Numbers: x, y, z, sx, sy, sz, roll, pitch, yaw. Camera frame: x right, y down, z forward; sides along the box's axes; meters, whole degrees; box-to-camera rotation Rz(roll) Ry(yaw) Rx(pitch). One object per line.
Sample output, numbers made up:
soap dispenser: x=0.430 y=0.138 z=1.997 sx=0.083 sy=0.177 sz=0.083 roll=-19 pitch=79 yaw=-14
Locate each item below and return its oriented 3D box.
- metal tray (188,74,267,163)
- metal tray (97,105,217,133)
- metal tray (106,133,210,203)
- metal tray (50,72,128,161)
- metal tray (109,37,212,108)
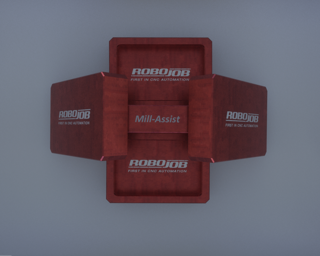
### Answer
metal tray: x=0.084 y=-0.009 z=0.364 sx=0.030 sy=0.131 sz=0.089 roll=1 pitch=90 yaw=42
metal tray: x=-0.003 y=-0.010 z=0.377 sx=0.131 sy=0.090 sz=0.030 roll=0 pitch=90 yaw=-1
metal tray: x=-0.002 y=0.050 z=0.405 sx=0.131 sy=0.030 sz=0.089 roll=0 pitch=90 yaw=-1
metal tray: x=-0.088 y=-0.012 z=0.363 sx=0.030 sy=0.130 sz=0.089 roll=1 pitch=90 yaw=-42
metal tray: x=0.001 y=-0.070 z=0.407 sx=0.131 sy=0.030 sz=0.089 roll=0 pitch=91 yaw=-1
